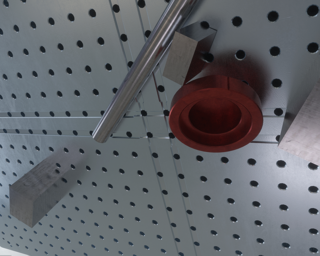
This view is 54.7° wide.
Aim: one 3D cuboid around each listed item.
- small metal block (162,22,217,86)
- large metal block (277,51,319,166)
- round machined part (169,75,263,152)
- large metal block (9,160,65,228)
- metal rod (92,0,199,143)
[{"bbox_3d":[0.031,-0.079,0.328,0.025,0.050,0.050,30,128,15],"label":"small metal block"},{"bbox_3d":[0.153,-0.022,0.281,0.050,0.080,0.079,25,127,12],"label":"large metal block"},{"bbox_3d":[0.061,-0.019,0.342,0.099,0.042,0.097,5,137,5],"label":"round machined part"},{"bbox_3d":[-0.225,0.120,0.569,0.050,0.080,0.079,28,128,10],"label":"large metal block"},{"bbox_3d":[-0.018,-0.078,0.372,0.025,0.025,0.298,40,129,1],"label":"metal rod"}]
